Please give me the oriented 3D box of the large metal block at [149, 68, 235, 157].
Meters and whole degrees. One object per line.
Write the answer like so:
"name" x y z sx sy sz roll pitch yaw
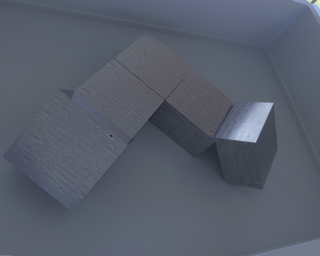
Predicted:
"large metal block" 0.047 -0.022 0.425 0.080 0.050 0.080 39 51 -2

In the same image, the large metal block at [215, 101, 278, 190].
"large metal block" 0.118 0.021 0.411 0.080 0.050 0.080 -52 136 -39

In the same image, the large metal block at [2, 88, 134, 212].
"large metal block" -0.085 0.019 0.302 0.080 0.050 0.080 39 94 -2

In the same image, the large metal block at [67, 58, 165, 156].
"large metal block" -0.055 -0.023 0.372 0.080 0.050 0.080 39 51 -2

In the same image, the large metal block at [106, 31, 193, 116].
"large metal block" -0.016 -0.073 0.423 0.080 0.050 0.080 39 51 -2
